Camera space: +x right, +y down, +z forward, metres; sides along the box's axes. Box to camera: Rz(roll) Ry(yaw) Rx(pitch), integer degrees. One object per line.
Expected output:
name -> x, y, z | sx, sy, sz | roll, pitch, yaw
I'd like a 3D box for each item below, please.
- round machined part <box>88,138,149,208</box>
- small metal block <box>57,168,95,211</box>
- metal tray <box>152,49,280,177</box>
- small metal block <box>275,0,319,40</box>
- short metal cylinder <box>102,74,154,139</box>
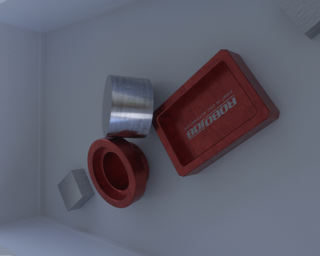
round machined part -> -0.053, 0.056, 0.427 | 0.098, 0.042, 0.097 | 16, 115, 39
small metal block -> -0.142, 0.104, 0.521 | 0.050, 0.025, 0.050 | -44, 64, 30
metal tray -> 0.055, -0.013, 0.356 | 0.129, 0.030, 0.090 | -41, 65, 32
small metal block -> 0.144, -0.120, 0.287 | 0.050, 0.025, 0.050 | -42, 65, 32
short metal cylinder -> -0.044, -0.027, 0.402 | 0.080, 0.050, 0.079 | -176, 89, -72
